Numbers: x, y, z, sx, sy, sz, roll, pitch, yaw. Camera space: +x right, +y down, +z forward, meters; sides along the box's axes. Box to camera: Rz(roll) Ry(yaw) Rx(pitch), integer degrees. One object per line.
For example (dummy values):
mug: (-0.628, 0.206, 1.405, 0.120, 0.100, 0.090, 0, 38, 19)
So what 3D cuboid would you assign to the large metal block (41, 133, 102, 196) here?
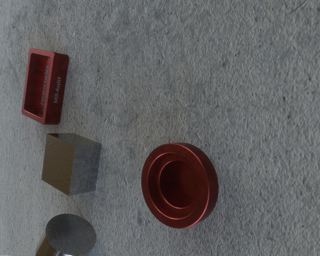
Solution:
large metal block: (-0.147, 0.056, 0.510, 0.080, 0.050, 0.079, 16, 100, 39)

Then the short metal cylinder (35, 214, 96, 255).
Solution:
short metal cylinder: (-0.149, 0.184, 0.492, 0.080, 0.081, 0.050, 44, 117, 31)

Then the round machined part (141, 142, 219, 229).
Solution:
round machined part: (0.027, 0.066, 0.371, 0.098, 0.042, 0.097, 0, 90, 40)

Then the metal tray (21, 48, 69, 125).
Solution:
metal tray: (-0.217, -0.079, 0.580, 0.090, 0.030, 0.129, 19, 102, 38)
